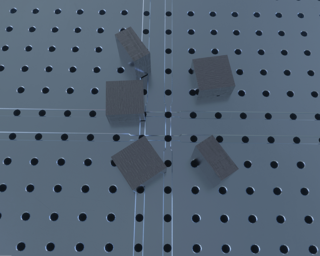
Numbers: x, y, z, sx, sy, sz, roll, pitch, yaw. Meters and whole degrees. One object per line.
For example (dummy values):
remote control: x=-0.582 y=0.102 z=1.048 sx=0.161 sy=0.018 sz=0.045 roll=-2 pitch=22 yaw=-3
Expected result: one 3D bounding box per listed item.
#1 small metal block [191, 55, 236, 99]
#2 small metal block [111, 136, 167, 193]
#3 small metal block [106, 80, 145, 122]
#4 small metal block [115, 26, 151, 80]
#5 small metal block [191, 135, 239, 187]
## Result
small metal block: x=0.074 y=-0.073 z=0.439 sx=0.050 sy=0.025 sz=0.050 roll=-8 pitch=70 yaw=-3
small metal block: x=-0.026 y=0.046 z=0.395 sx=0.050 sy=0.025 sz=0.050 roll=-33 pitch=74 yaw=-12
small metal block: x=-0.047 y=-0.037 z=0.425 sx=0.050 sy=0.025 sz=0.050 roll=-3 pitch=70 yaw=-2
small metal block: x=-0.037 y=-0.104 z=0.436 sx=0.025 sy=0.050 sz=0.050 roll=-31 pitch=73 yaw=-11
small metal block: x=0.066 y=0.042 z=0.384 sx=0.025 sy=0.050 sz=0.050 roll=-32 pitch=74 yaw=-11
